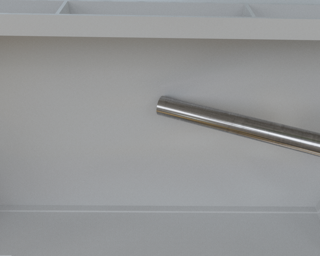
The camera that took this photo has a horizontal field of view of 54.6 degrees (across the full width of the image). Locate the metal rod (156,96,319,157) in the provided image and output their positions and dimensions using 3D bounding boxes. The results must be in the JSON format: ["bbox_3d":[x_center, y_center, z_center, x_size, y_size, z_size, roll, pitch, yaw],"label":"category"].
[{"bbox_3d":[0.139,0.009,0.341,0.301,0.025,0.025,15,133,18],"label":"metal rod"}]
